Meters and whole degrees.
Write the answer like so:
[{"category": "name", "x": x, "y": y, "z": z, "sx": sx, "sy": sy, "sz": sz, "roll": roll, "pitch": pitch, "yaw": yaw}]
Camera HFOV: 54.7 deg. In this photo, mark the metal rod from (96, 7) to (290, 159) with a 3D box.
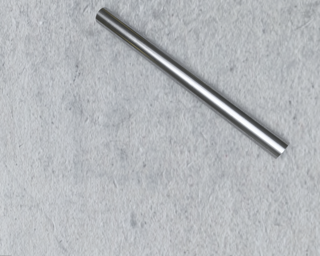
[{"category": "metal rod", "x": 0.030, "y": -0.066, "z": 0.397, "sx": 0.300, "sy": 0.025, "sz": 0.025, "roll": 40, "pitch": 102, "yaw": 15}]
